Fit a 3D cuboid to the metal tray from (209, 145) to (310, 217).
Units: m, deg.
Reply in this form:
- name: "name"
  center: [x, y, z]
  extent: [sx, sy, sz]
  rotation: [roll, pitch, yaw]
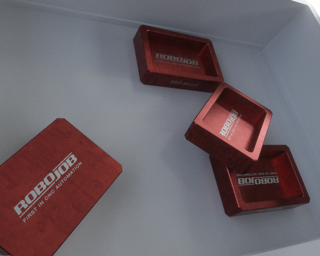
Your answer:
- name: "metal tray"
  center: [0.140, 0.070, 0.434]
  extent: [0.131, 0.030, 0.090]
  rotation: [2, 61, -27]

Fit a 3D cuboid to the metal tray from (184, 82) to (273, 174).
- name: "metal tray"
  center: [0.099, -0.006, 0.428]
  extent: [0.090, 0.030, 0.131]
  rotation: [33, 40, 6]

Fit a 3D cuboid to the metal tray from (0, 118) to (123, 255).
- name: "metal tray"
  center: [-0.111, 0.061, 0.306]
  extent: [0.090, 0.030, 0.131]
  rotation: [40, 51, -1]

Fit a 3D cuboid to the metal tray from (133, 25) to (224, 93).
- name: "metal tray"
  center: [0.029, -0.106, 0.482]
  extent: [0.131, 0.030, 0.090]
  rotation: [3, 60, -27]
